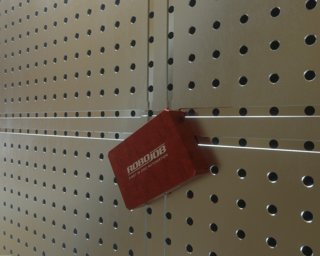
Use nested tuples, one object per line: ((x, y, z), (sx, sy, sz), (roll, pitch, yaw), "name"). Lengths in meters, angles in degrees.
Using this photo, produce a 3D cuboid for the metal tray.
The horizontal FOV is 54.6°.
((-0.008, 0.045, 0.414), (0.130, 0.030, 0.090), (-36, 68, 34), "metal tray")
